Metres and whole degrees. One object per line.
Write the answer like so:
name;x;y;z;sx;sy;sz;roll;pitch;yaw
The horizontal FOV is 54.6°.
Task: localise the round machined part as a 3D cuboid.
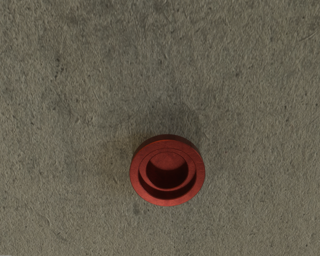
round machined part;0.010;0.053;0.420;0.099;0.042;0.097;0;110;0
